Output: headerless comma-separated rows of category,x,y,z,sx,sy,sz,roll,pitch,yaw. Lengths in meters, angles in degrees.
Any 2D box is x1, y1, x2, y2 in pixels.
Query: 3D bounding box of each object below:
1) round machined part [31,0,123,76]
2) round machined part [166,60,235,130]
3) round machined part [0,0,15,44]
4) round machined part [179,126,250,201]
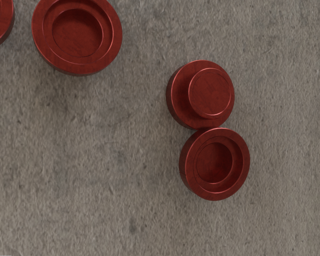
round machined part,-0.097,-0.109,0.364,0.099,0.042,0.097,0,90,-21
round machined part,0.061,-0.045,0.424,0.099,0.042,0.097,0,90,-21
round machined part,-0.206,-0.124,0.324,0.099,0.042,0.097,0,90,-21
round machined part,0.070,0.046,0.424,0.099,0.042,0.097,-2,96,-21
